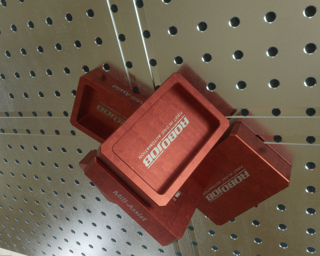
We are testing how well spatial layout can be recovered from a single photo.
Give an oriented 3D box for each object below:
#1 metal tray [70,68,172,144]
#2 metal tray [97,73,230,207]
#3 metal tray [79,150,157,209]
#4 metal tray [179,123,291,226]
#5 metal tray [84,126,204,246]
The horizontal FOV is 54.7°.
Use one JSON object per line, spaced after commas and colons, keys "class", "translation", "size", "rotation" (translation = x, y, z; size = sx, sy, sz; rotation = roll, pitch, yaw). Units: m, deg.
{"class": "metal tray", "translation": [-0.056, -0.012, 0.429], "size": [0.130, 0.030, 0.089], "rotation": [31, 128, 7]}
{"class": "metal tray", "translation": [0.007, 0.011, 0.346], "size": [0.090, 0.130, 0.030], "rotation": [44, 157, -2]}
{"class": "metal tray", "translation": [-0.051, 0.078, 0.450], "size": [0.130, 0.030, 0.090], "rotation": [1, 131, 44]}
{"class": "metal tray", "translation": [0.087, 0.064, 0.399], "size": [0.090, 0.030, 0.129], "rotation": [41, 129, -1]}
{"class": "metal tray", "translation": [-0.014, 0.064, 0.375], "size": [0.130, 0.090, 0.030], "rotation": [44, 129, -3]}
